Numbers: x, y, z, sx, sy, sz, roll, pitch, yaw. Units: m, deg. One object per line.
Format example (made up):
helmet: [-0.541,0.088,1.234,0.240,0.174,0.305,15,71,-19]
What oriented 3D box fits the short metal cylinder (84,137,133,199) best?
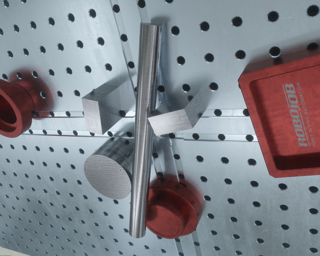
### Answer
short metal cylinder: [-0.066,0.060,0.467,0.080,0.050,0.079,13,124,21]

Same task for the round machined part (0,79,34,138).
round machined part: [-0.249,-0.036,0.509,0.098,0.042,0.097,13,124,21]

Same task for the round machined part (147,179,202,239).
round machined part: [0.011,0.130,0.475,0.098,0.042,0.097,13,124,21]

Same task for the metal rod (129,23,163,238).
metal rod: [-0.022,0.020,0.404,0.025,0.025,0.298,14,115,20]

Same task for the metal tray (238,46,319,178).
metal tray: [0.146,-0.011,0.323,0.090,0.030,0.129,-11,113,33]

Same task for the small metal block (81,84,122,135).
small metal block: [-0.077,-0.026,0.420,0.025,0.050,0.050,13,124,21]

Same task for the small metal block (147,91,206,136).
small metal block: [0.021,-0.018,0.373,0.050,0.050,0.025,-13,112,33]
